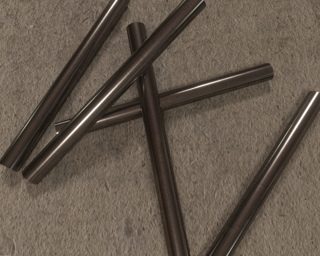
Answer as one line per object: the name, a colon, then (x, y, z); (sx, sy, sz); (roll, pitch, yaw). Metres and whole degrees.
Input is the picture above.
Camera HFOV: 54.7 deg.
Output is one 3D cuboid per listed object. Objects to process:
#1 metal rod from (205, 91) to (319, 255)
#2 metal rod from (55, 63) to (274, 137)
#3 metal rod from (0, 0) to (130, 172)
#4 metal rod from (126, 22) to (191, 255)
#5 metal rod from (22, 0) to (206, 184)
metal rod: (0.126, 0.071, 0.383); (0.025, 0.025, 0.300); (35, 73, 11)
metal rod: (0.011, -0.038, 0.421); (0.302, 0.025, 0.025); (-17, 71, -7)
metal rod: (-0.124, -0.077, 0.434); (0.025, 0.025, 0.300); (25, 72, 8)
metal rod: (-0.005, 0.009, 0.384); (0.025, 0.025, 0.299); (-10, 78, -4)
metal rod: (-0.057, -0.047, 0.378); (0.025, 0.025, 0.300); (44, 93, 14)
